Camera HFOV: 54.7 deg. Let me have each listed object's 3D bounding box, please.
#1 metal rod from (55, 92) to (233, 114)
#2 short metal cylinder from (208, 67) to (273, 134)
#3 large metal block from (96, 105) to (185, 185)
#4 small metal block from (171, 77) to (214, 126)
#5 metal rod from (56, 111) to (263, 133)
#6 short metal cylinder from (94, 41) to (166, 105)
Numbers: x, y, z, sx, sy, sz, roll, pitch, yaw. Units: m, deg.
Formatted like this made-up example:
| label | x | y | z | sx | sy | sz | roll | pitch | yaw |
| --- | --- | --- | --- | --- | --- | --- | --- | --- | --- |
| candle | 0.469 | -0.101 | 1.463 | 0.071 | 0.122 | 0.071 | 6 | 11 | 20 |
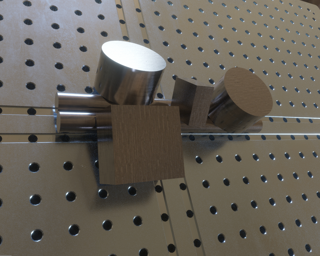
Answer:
| label | x | y | z | sx | sy | sz | roll | pitch | yaw |
| --- | --- | --- | --- | --- | --- | --- | --- | --- | --- |
| metal rod | 0.014 | -0.028 | 0.428 | 0.303 | 0.025 | 0.025 | 0 | 62 | -28 |
| short metal cylinder | 0.110 | -0.039 | 0.439 | 0.081 | 0.050 | 0.080 | 14 | 56 | -21 |
| large metal block | -0.023 | 0.019 | 0.346 | 0.081 | 0.050 | 0.080 | -1 | 82 | -29 |
| small metal block | 0.039 | -0.034 | 0.393 | 0.025 | 0.050 | 0.050 | 1 | 19 | -28 |
| metal rod | 0.020 | -0.006 | 0.418 | 0.303 | 0.025 | 0.025 | 0 | 62 | -28 |
| short metal cylinder | -0.038 | -0.069 | 0.391 | 0.081 | 0.050 | 0.080 | 15 | 33 | -9 |
